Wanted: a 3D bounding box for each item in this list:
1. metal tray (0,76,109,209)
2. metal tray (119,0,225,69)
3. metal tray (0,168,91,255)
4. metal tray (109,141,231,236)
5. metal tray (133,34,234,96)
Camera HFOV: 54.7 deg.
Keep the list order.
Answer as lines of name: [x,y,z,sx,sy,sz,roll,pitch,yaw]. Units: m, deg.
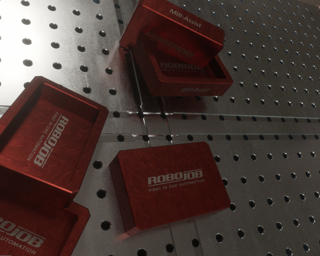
metal tray: [-0.112,0.008,0.317,0.090,0.030,0.130,26,37,-14]
metal tray: [0.016,-0.131,0.454,0.131,0.090,0.030,21,61,-16]
metal tray: [-0.141,0.089,0.274,0.131,0.030,0.090,30,52,-10]
metal tray: [0.014,0.067,0.373,0.131,0.030,0.090,-4,64,-31]
metal tray: [0.035,-0.090,0.456,0.131,0.030,0.090,-4,57,-31]
